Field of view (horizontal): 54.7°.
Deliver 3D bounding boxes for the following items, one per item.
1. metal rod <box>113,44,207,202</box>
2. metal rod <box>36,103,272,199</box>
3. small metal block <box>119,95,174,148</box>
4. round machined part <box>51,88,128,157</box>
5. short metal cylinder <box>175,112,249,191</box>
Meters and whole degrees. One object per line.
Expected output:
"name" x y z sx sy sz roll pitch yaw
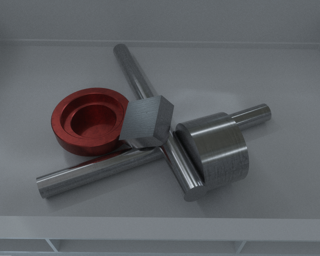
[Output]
"metal rod" -0.015 -0.032 0.406 0.025 0.025 0.300 -15 45 -13
"metal rod" 0.005 0.023 0.384 0.302 0.025 0.025 -18 53 -15
"small metal block" -0.015 -0.006 0.355 0.050 0.025 0.050 -8 60 37
"round machined part" -0.083 -0.003 0.394 0.099 0.042 0.098 0 50 0
"short metal cylinder" 0.055 0.027 0.346 0.050 0.080 0.080 -15 52 -13
